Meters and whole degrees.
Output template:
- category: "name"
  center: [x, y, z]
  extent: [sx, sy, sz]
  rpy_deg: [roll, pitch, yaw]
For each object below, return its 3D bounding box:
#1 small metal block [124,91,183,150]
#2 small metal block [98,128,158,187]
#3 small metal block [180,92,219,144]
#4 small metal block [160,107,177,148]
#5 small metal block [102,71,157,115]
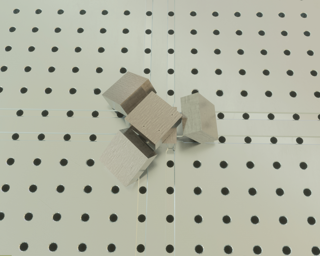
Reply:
- category: "small metal block"
  center: [-0.008, -0.009, 0.388]
  extent: [0.050, 0.025, 0.050]
  rpy_deg: [40, 74, 12]
- category: "small metal block"
  center: [-0.040, 0.036, 0.385]
  extent: [0.050, 0.025, 0.050]
  rpy_deg: [43, 113, 14]
- category: "small metal block"
  center: [0.051, -0.011, 0.400]
  extent: [0.025, 0.050, 0.050]
  rpy_deg: [-15, 67, 30]
- category: "small metal block"
  center: [-0.003, -0.001, 0.412]
  extent: [0.050, 0.025, 0.050]
  rpy_deg: [1, 73, 0]
- category: "small metal block"
  center: [-0.041, -0.046, 0.415]
  extent: [0.050, 0.025, 0.050]
  rpy_deg: [-45, 40, -15]
